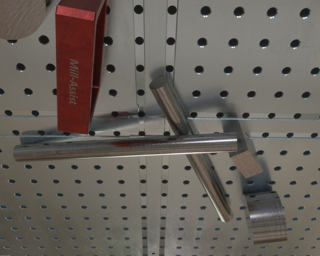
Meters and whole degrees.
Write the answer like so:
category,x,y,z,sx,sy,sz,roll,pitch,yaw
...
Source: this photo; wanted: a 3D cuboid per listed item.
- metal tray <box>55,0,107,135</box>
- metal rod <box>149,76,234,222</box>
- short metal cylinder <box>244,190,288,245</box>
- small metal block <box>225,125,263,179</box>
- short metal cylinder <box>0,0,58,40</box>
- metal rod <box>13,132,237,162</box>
category,x,y,z,sx,sy,sz,roll,pitch,yaw
metal tray,-0.077,-0.069,0.309,0.030,0.090,0.129,8,130,-8
metal rod,0.058,0.050,0.455,0.025,0.025,0.299,-19,128,15
short metal cylinder,0.168,0.144,0.501,0.050,0.080,0.080,-9,130,7
small metal block,0.114,0.032,0.425,0.025,0.050,0.050,-27,125,21
short metal cylinder,-0.139,-0.129,0.283,0.081,0.050,0.079,0,130,0
metal rod,-0.053,0.027,0.411,0.301,0.025,0.025,-4,131,11
